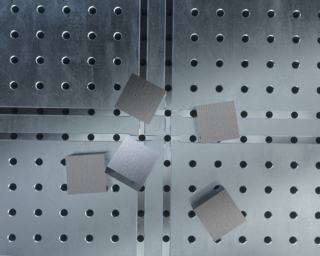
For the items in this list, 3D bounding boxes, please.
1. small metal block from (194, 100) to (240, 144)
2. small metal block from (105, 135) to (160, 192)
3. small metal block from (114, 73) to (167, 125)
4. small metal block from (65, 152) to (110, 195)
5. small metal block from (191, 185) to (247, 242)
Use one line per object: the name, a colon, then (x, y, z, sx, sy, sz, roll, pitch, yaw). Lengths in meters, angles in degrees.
small metal block: (0.075, -0.008, 0.414, 0.050, 0.025, 0.050, -9, 90, -1)
small metal block: (-0.036, 0.046, 0.402, 0.050, 0.025, 0.050, 30, 59, -1)
small metal block: (-0.025, -0.038, 0.413, 0.050, 0.025, 0.050, 28, 90, -1)
small metal block: (-0.096, 0.060, 0.412, 0.050, 0.025, 0.050, -4, 90, 0)
small metal block: (0.078, 0.113, 0.415, 0.050, 0.025, 0.050, -34, 90, 0)
